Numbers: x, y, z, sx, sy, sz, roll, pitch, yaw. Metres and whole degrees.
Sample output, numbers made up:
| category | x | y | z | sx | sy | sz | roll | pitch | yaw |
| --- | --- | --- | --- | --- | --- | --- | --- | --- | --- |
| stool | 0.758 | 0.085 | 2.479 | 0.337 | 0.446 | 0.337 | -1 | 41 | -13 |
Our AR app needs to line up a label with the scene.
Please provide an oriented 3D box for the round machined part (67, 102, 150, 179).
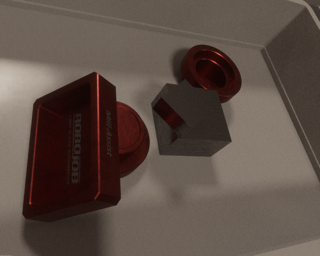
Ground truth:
| category | x | y | z | sx | sy | sz | roll | pitch | yaw |
| --- | --- | --- | --- | --- | --- | --- | --- | --- | --- |
| round machined part | -0.057 | 0.007 | 0.361 | 0.099 | 0.042 | 0.098 | 14 | 56 | -21 |

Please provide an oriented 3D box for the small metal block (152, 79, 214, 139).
| category | x | y | z | sx | sy | sz | roll | pitch | yaw |
| --- | --- | --- | --- | --- | --- | --- | --- | --- | --- |
| small metal block | 0.028 | -0.024 | 0.373 | 0.050 | 0.025 | 0.050 | 46 | 51 | 4 |

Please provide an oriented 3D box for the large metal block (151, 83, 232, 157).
| category | x | y | z | sx | sy | sz | roll | pitch | yaw |
| --- | --- | --- | --- | --- | --- | --- | --- | --- | --- |
| large metal block | 0.040 | -0.009 | 0.418 | 0.081 | 0.050 | 0.080 | 4 | 60 | -26 |

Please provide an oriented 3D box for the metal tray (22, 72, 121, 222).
| category | x | y | z | sx | sy | sz | roll | pitch | yaw |
| --- | --- | --- | --- | --- | --- | --- | --- | --- | --- |
| metal tray | -0.086 | 0.018 | 0.305 | 0.030 | 0.090 | 0.130 | 37 | 40 | -53 |

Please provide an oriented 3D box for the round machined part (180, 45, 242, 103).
| category | x | y | z | sx | sy | sz | roll | pitch | yaw |
| --- | --- | --- | --- | --- | --- | --- | --- | --- | --- |
| round machined part | 0.075 | -0.079 | 0.486 | 0.099 | 0.042 | 0.098 | 14 | 56 | -21 |
